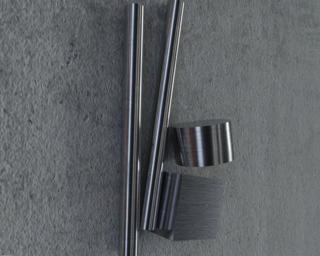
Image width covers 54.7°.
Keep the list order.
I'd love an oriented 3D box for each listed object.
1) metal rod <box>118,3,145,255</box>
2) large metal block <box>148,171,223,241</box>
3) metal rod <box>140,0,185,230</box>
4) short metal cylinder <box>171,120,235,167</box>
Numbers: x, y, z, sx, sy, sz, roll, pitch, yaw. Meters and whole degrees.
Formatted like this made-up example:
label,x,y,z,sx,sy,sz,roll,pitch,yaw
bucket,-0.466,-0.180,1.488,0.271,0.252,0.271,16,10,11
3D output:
label,x,y,z,sx,sy,sz,roll,pitch,yaw
metal rod,-0.035,0.002,0.375,0.025,0.025,0.298,2,89,-40
large metal block,0.036,0.104,0.419,0.081,0.050,0.080,15,81,-39
metal rod,0.002,-0.022,0.406,0.025,0.025,0.298,13,82,-39
short metal cylinder,0.058,0.018,0.417,0.081,0.080,0.050,-11,98,-40
